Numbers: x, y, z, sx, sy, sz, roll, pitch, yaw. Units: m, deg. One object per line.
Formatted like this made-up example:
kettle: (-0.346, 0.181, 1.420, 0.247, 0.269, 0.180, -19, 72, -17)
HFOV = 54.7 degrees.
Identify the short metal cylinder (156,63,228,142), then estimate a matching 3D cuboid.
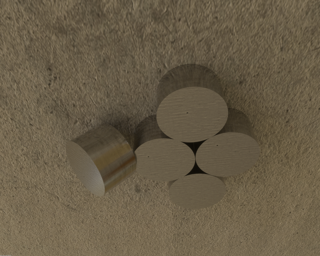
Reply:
short metal cylinder: (0.036, -0.029, 0.368, 0.081, 0.050, 0.079, 0, 130, 0)

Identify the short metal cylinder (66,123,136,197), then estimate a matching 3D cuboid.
short metal cylinder: (-0.076, 0.040, 0.399, 0.080, 0.050, 0.079, 31, 138, 33)

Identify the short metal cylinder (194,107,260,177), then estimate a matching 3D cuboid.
short metal cylinder: (0.085, 0.019, 0.409, 0.081, 0.050, 0.079, 0, 130, 0)

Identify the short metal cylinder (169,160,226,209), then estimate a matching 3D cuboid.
short metal cylinder: (0.053, 0.075, 0.456, 0.081, 0.050, 0.079, 0, 130, 0)

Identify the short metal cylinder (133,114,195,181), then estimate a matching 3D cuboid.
short metal cylinder: (0.005, 0.026, 0.415, 0.081, 0.050, 0.079, 0, 130, 0)
